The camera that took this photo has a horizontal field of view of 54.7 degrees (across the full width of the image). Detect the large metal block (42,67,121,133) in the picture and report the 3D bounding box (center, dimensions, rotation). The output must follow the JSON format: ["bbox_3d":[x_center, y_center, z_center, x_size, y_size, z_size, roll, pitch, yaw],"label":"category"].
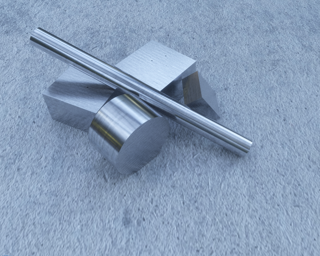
[{"bbox_3d":[-0.096,-0.042,0.423,0.080,0.050,0.080,20,53,16],"label":"large metal block"}]

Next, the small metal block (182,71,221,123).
[{"bbox_3d":[0.056,-0.040,0.420,0.025,0.050,0.050,-26,45,26],"label":"small metal block"}]

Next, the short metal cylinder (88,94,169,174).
[{"bbox_3d":[-0.035,0.007,0.362,0.080,0.080,0.050,-37,59,-27],"label":"short metal cylinder"}]

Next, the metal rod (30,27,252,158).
[{"bbox_3d":[-0.024,-0.045,0.389,0.301,0.025,0.025,28,54,2],"label":"metal rod"}]

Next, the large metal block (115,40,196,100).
[{"bbox_3d":[-0.006,-0.073,0.447,0.080,0.050,0.080,32,57,24],"label":"large metal block"}]
